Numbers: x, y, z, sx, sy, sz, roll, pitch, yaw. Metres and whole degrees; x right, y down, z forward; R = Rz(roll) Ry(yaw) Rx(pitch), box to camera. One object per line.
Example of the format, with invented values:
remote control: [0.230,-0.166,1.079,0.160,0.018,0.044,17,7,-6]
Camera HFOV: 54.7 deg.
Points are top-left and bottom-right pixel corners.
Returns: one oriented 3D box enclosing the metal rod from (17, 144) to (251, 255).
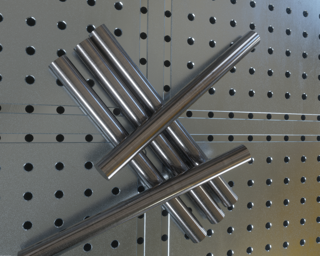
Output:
metal rod: [-0.022,0.093,0.383,0.302,0.025,0.025,-24,99,-11]

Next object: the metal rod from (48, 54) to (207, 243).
metal rod: [-0.034,0.036,0.401,0.025,0.025,0.300,-41,103,-16]

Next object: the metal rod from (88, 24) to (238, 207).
metal rod: [0.012,-0.007,0.418,0.025,0.025,0.300,-42,104,-15]

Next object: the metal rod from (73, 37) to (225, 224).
metal rod: [-0.007,0.013,0.411,0.025,0.025,0.300,-41,103,-16]

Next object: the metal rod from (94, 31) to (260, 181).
metal rod: [0.037,-0.043,0.406,0.301,0.025,0.025,-42,104,-24]
